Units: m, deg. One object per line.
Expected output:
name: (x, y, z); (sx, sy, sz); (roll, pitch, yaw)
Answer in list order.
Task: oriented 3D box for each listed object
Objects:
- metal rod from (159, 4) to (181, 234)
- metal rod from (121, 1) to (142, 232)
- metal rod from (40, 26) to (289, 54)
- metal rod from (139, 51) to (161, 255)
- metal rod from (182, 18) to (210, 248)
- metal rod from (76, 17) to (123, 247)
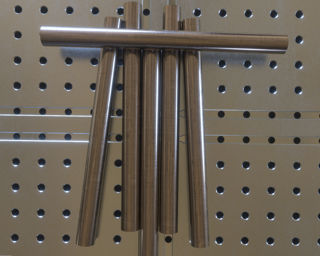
metal rod: (0.014, -0.011, 0.415); (0.025, 0.025, 0.298); (1, 90, 0)
metal rod: (-0.038, -0.015, 0.413); (0.025, 0.025, 0.298); (1, 90, 0)
metal rod: (0.006, -0.110, 0.388); (0.302, 0.025, 0.025); (2, 90, 0)
metal rod: (-0.013, 0.041, 0.413); (0.025, 0.025, 0.298); (1, 90, 0)
metal rod: (0.047, 0.007, 0.414); (0.025, 0.025, 0.298); (-2, 90, 0)
metal rod: (-0.080, 0.005, 0.412); (0.025, 0.025, 0.298); (7, 90, 0)
